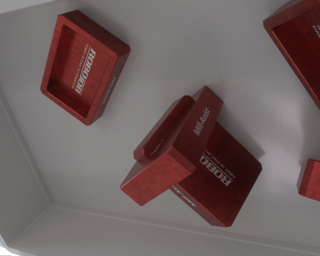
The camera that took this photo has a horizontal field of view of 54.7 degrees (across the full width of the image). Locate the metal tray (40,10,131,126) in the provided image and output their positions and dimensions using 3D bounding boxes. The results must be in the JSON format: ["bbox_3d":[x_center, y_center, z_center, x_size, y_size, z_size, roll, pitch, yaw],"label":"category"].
[{"bbox_3d":[-0.104,-0.075,0.413,0.090,0.030,0.129,36,129,4],"label":"metal tray"}]

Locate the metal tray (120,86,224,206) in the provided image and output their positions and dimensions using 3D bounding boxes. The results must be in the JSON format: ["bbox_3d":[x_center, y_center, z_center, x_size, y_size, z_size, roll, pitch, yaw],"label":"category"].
[{"bbox_3d":[0.016,0.016,0.340,0.030,0.130,0.090,43,129,-8],"label":"metal tray"}]

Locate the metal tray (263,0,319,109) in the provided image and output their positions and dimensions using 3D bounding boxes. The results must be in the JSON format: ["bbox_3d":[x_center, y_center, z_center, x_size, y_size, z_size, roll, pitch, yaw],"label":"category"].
[{"bbox_3d":[0.149,-0.052,0.256,0.030,0.090,0.130,-38,99,1],"label":"metal tray"}]

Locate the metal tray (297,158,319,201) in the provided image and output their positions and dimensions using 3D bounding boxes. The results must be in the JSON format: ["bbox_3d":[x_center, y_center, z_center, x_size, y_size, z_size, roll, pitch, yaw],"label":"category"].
[{"bbox_3d":[0.177,0.056,0.282,0.090,0.130,0.030,16,90,24],"label":"metal tray"}]

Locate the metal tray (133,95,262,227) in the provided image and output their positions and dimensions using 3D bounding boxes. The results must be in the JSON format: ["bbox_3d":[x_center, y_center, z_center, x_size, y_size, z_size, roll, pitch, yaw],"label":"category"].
[{"bbox_3d":[0.046,0.038,0.353,0.130,0.090,0.030,42,154,-10],"label":"metal tray"}]
